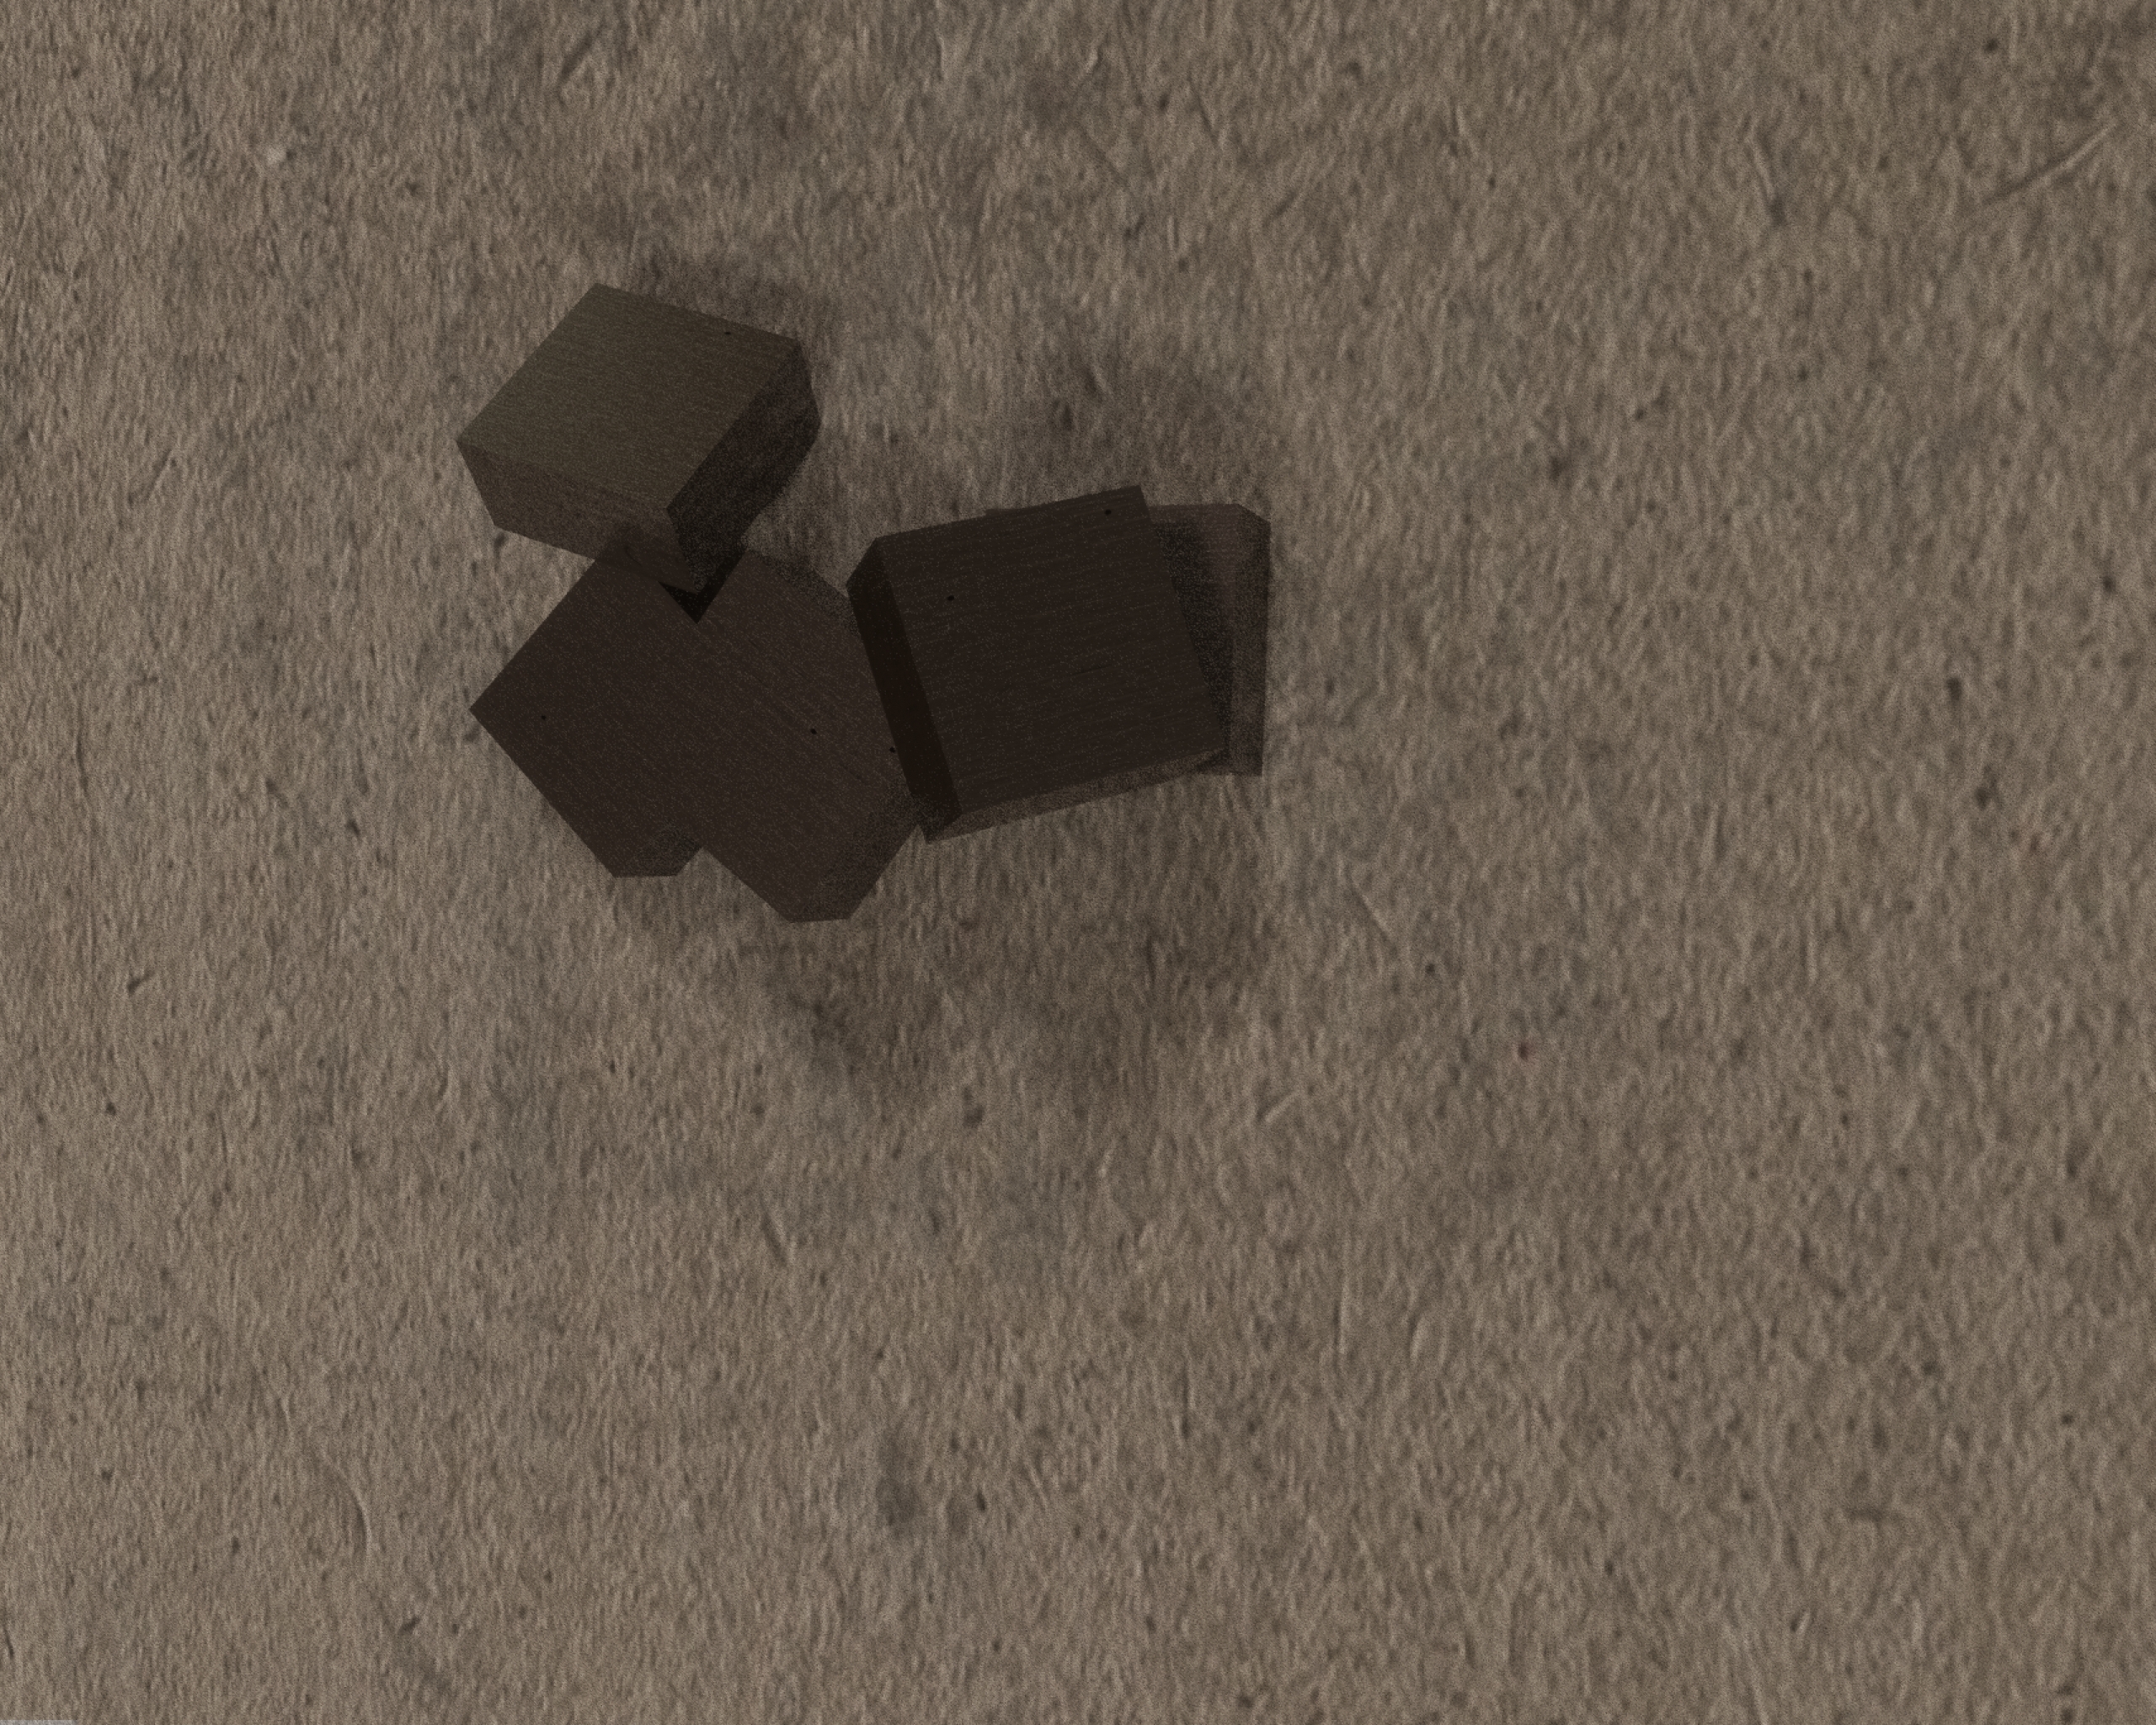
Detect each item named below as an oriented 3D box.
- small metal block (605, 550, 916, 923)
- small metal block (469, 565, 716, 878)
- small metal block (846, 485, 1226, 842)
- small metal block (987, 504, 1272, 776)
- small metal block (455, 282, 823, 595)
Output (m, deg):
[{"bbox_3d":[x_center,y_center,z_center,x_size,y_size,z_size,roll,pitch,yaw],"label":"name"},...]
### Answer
[{"bbox_3d":[-0.053,-0.024,0.400,0.050,0.025,0.050,39,102,15],"label":"small metal block"},{"bbox_3d":[-0.091,-0.032,0.441,0.050,0.025,0.050,-46,76,14],"label":"small metal block"},{"bbox_3d":[-0.008,-0.035,0.372,0.050,0.025,0.050,-15,84,-21],"label":"small metal block"},{"bbox_3d":[0.009,-0.043,0.406,0.050,0.025,0.050,2,91,19],"label":"small metal block"},{"bbox_3d":[-0.089,-0.088,0.428,0.050,0.025,0.050,20,60,18],"label":"small metal block"}]
